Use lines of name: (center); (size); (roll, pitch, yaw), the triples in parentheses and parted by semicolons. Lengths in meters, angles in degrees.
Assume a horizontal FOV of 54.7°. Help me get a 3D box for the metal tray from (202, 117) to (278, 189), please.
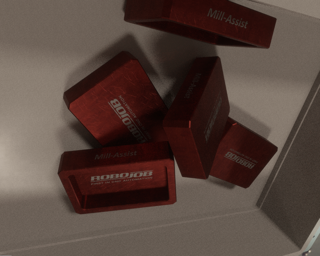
metal tray: (0.123, 0.042, 0.501); (0.131, 0.030, 0.090); (25, 105, -37)

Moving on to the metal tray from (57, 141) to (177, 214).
metal tray: (-0.047, 0.063, 0.382); (0.131, 0.030, 0.089); (-6, 133, -1)

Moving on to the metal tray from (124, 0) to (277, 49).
metal tray: (0.040, -0.111, 0.318); (0.131, 0.090, 0.030); (4, 103, -31)

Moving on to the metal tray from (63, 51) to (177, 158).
metal tray: (-0.040, -0.015, 0.376); (0.090, 0.030, 0.130); (-37, 130, -4)

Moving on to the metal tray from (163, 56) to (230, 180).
metal tray: (0.050, -0.015, 0.374); (0.130, 0.030, 0.090); (-62, 143, -40)
